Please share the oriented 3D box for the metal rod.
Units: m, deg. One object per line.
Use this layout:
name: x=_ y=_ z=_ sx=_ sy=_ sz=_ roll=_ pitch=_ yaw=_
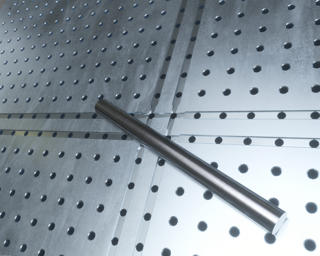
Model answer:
metal rod: x=0.012 y=0.029 z=0.385 sx=0.300 sy=0.025 sz=0.025 roll=31 pitch=79 yaw=38
